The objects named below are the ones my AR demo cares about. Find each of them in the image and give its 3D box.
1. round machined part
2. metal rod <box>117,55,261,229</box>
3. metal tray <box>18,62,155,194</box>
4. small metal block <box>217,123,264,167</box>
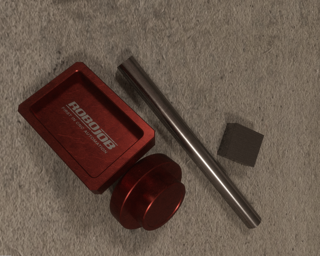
[{"bbox_3d":[-0.008,0.083,0.371,0.099,0.042,0.097,-30,138,-31],"label":"round machined part"},{"bbox_3d":[0.048,0.028,0.427,0.025,0.025,0.300,-43,104,-15],"label":"metal rod"},{"bbox_3d":[-0.080,-0.003,0.346,0.090,0.030,0.130,-43,75,-15],"label":"metal tray"},{"bbox_3d":[0.118,0.025,0.454,0.050,0.025,0.050,22,82,-19],"label":"small metal block"}]
